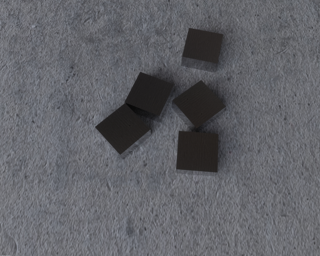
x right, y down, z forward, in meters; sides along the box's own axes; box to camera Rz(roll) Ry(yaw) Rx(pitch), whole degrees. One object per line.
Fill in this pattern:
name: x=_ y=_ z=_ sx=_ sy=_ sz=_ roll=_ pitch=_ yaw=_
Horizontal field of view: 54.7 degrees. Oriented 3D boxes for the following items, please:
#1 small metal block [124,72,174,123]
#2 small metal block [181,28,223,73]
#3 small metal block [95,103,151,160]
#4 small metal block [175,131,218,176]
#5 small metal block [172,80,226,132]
small metal block: x=-0.014 y=-0.042 z=0.423 sx=0.050 sy=0.025 sz=0.050 roll=22 pitch=71 yaw=7
small metal block: x=0.061 y=-0.113 z=0.450 sx=0.050 sy=0.025 sz=0.050 roll=12 pitch=70 yaw=4
small metal block: x=-0.047 y=0.004 z=0.406 sx=0.050 sy=0.025 sz=0.050 roll=-41 pitch=75 yaw=-14
small metal block: x=0.047 y=0.033 z=0.396 sx=0.050 sy=0.025 sz=0.050 roll=5 pitch=70 yaw=1
small metal block: x=0.051 y=-0.028 z=0.419 sx=0.050 sy=0.025 sz=0.050 roll=-36 pitch=74 yaw=-12
